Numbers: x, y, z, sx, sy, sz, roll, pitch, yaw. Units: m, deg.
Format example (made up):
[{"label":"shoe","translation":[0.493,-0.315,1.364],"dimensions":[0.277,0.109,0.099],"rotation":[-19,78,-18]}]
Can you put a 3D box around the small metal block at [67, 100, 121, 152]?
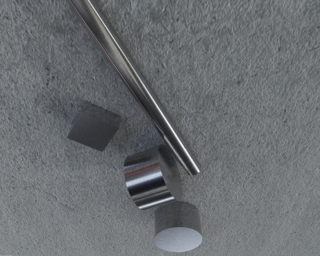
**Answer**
[{"label":"small metal block","translation":[-0.086,-0.002,0.405],"dimensions":[0.050,0.025,0.050],"rotation":[25,126,-20]}]

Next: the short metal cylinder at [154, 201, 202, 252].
[{"label":"short metal cylinder","translation":[0.031,0.172,0.538],"dimensions":[0.081,0.050,0.079],"rotation":[0,130,0]}]

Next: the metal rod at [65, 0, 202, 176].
[{"label":"metal rod","translation":[-0.019,-0.040,0.372],"dimensions":[0.025,0.025,0.299],"rotation":[-22,127,17]}]

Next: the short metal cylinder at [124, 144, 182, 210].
[{"label":"short metal cylinder","translation":[-0.008,0.068,0.429],"dimensions":[0.050,0.080,0.080],"rotation":[-21,127,16]}]
